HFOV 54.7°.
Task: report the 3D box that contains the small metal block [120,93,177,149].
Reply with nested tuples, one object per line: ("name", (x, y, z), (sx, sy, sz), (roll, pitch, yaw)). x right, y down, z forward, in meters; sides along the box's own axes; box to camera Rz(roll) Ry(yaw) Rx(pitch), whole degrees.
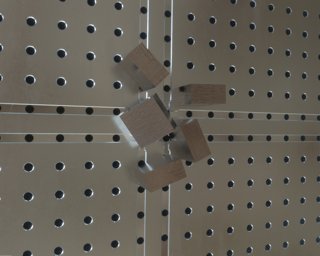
("small metal block", (-0.014, -0.009, 0.396), (0.050, 0.025, 0.050), (-30, 101, 15))

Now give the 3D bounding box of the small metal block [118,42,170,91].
("small metal block", (-0.022, -0.076, 0.392), (0.050, 0.050, 0.025), (47, 76, -15))

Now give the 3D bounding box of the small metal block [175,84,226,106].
("small metal block", (0.054, -0.044, 0.421), (0.050, 0.050, 0.025), (-2, 91, -20))

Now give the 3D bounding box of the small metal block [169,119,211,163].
("small metal block", (0.037, 0.016, 0.414), (0.025, 0.050, 0.050), (-26, 99, -19))

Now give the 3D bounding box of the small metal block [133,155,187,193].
("small metal block", (-0.001, 0.057, 0.400), (0.050, 0.050, 0.025), (-20, 97, -19))
